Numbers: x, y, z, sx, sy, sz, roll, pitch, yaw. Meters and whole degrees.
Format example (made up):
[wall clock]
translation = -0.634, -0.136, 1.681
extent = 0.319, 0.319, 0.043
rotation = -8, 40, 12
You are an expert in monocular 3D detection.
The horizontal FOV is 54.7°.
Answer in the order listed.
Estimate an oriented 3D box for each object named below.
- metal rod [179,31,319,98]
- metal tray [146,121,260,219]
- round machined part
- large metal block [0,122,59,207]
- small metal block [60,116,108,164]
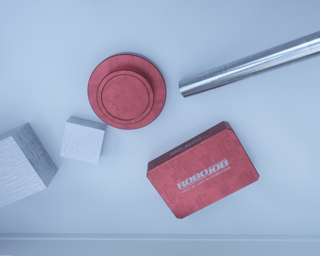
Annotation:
[metal rod]
translation = 0.155, -0.084, 0.319
extent = 0.300, 0.025, 0.025
rotation = -15, 112, 30
[metal tray]
translation = 0.058, 0.060, 0.432
extent = 0.130, 0.030, 0.090
rotation = -30, 108, 10
[round machined part]
translation = -0.041, -0.043, 0.386
extent = 0.099, 0.042, 0.097
rotation = 0, 110, -1
[large metal block]
translation = -0.199, 0.050, 0.414
extent = 0.080, 0.050, 0.080
rotation = -23, 109, 8
[small metal block]
translation = -0.102, 0.016, 0.416
extent = 0.050, 0.025, 0.050
rotation = 13, 110, -5
